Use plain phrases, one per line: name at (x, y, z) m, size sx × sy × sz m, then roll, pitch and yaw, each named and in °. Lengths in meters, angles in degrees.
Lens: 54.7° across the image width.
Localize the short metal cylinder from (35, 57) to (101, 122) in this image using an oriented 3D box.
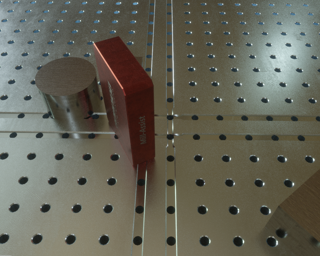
short metal cylinder at (-0.127, -0.055, 0.437) m, size 0.081 × 0.050 × 0.080 m, roll 0°, pitch 50°, yaw 0°

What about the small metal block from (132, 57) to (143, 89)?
small metal block at (-0.053, -0.085, 0.479) m, size 0.050 × 0.025 × 0.050 m, roll 2°, pitch 50°, yaw 1°

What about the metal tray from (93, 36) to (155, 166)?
metal tray at (-0.039, -0.027, 0.362) m, size 0.030 × 0.129 × 0.090 m, roll -22°, pitch 54°, yaw -17°

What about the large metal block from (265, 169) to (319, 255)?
large metal block at (0.170, 0.096, 0.312) m, size 0.081 × 0.050 × 0.080 m, roll -31°, pitch 57°, yaw -23°
